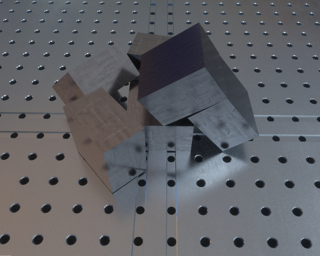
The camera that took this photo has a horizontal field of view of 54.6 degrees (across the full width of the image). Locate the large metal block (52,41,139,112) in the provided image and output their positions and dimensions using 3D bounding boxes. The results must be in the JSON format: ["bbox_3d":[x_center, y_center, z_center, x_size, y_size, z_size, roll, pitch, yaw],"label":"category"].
[{"bbox_3d":[-0.087,-0.063,0.417,0.080,0.080,0.050,-41,105,-29],"label":"large metal block"}]

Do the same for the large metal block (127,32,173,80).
[{"bbox_3d":[0.002,-0.083,0.442,0.080,0.080,0.050,10,51,9],"label":"large metal block"}]

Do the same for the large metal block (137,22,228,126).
[{"bbox_3d":[0.024,-0.060,0.352,0.080,0.050,0.080,-23,44,25],"label":"large metal block"}]

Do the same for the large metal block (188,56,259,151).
[{"bbox_3d":[0.076,-0.031,0.388,0.050,0.080,0.080,-27,43,28],"label":"large metal block"}]

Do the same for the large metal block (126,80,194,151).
[{"bbox_3d":[0.000,-0.017,0.406,0.080,0.050,0.080,1,50,0],"label":"large metal block"}]

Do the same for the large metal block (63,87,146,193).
[{"bbox_3d":[-0.061,0.014,0.358,0.050,0.080,0.080,-32,58,-25],"label":"large metal block"}]
